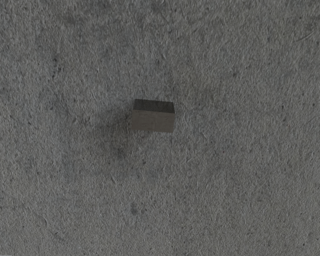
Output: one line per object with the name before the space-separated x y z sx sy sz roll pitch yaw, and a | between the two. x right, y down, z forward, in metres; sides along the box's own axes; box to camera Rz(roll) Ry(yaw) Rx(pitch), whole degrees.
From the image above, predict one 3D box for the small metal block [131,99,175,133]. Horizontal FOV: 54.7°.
small metal block | -0.009 -0.016 0.391 0.050 0.050 0.025 5 110 -2
